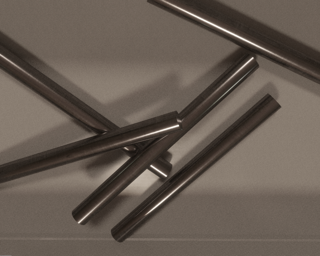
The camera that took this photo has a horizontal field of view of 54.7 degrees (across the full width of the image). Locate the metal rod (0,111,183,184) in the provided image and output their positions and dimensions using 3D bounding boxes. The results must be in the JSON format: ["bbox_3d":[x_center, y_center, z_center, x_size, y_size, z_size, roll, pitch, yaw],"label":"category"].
[{"bbox_3d":[-0.118,0.033,0.401,0.301,0.025,0.025,-17,110,13],"label":"metal rod"}]

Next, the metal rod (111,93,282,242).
[{"bbox_3d":[0.042,0.063,0.435,0.299,0.025,0.025,-43,105,14],"label":"metal rod"}]

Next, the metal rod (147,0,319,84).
[{"bbox_3d":[0.128,-0.099,0.376,0.302,0.025,0.025,22,108,-9],"label":"metal rod"}]

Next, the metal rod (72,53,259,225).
[{"bbox_3d":[0.004,0.017,0.395,0.300,0.025,0.025,-42,105,5],"label":"metal rod"}]

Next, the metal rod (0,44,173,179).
[{"bbox_3d":[-0.109,-0.025,0.400,0.301,0.025,0.025,36,106,-13],"label":"metal rod"}]
